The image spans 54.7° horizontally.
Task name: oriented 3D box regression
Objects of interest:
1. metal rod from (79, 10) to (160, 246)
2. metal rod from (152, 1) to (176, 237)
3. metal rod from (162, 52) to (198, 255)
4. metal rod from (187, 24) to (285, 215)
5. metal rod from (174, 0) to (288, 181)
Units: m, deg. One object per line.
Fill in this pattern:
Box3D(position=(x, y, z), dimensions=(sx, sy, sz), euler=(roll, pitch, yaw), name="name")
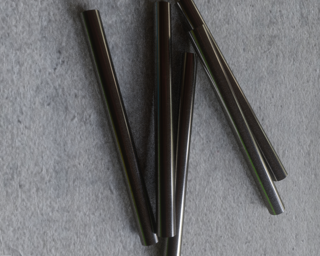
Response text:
Box3D(position=(-0.049, 0.004, 0.391), dimensions=(0.025, 0.025, 0.298), euler=(-16, 96, -20), name="metal rod")
Box3D(position=(0.005, -0.014, 0.402), dimensions=(0.025, 0.025, 0.298), euler=(0, 86, -20), name="metal rod")
Box3D(position=(0.026, 0.048, 0.420), dimensions=(0.025, 0.025, 0.298), euler=(6, 88, -20), name="metal rod")
Box3D(position=(0.113, -0.002, 0.441), dimensions=(0.025, 0.025, 0.299), euler=(-32, 105, -17), name="metal rod")
Box3D(position=(0.108, -0.050, 0.450), dimensions=(0.025, 0.025, 0.299), euler=(-35, 102, -17), name="metal rod")
